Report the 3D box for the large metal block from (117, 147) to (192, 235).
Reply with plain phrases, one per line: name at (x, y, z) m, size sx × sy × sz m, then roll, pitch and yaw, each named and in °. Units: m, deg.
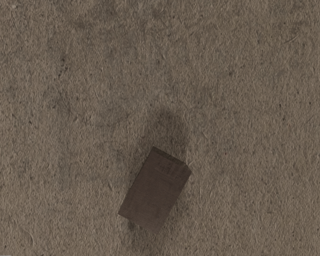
large metal block at (-0.006, 0.072, 0.383) m, size 0.050 × 0.080 × 0.080 m, roll 29°, pitch 90°, yaw -1°
